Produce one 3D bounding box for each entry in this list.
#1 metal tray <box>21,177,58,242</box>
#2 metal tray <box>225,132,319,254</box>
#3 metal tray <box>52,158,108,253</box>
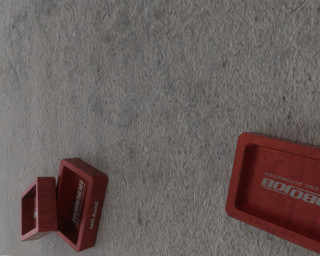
[{"bbox_3d":[-0.220,0.148,0.555,0.129,0.030,0.090,-36,57,47],"label":"metal tray"},{"bbox_3d":[0.133,0.060,0.292,0.130,0.030,0.089,15,99,39],"label":"metal tray"},{"bbox_3d":[-0.137,0.125,0.514,0.090,0.030,0.129,21,103,38],"label":"metal tray"}]
